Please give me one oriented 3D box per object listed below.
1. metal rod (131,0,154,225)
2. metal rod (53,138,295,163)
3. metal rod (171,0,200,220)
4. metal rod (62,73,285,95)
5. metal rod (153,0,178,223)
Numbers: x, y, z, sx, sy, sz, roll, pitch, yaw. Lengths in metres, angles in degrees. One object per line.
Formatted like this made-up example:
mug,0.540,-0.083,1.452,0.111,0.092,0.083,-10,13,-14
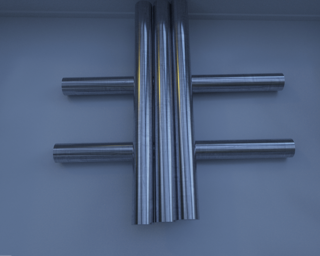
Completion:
metal rod,-0.021,-0.034,0.393,0.025,0.025,0.299,-1,70,0
metal rod,0.018,0.029,0.398,0.302,0.025,0.025,-1,70,-1
metal rod,0.029,-0.038,0.395,0.025,0.025,0.299,-1,70,0
metal rod,0.019,-0.061,0.431,0.302,0.025,0.025,-1,70,-1
metal rod,0.005,-0.036,0.394,0.025,0.025,0.299,-1,70,0
